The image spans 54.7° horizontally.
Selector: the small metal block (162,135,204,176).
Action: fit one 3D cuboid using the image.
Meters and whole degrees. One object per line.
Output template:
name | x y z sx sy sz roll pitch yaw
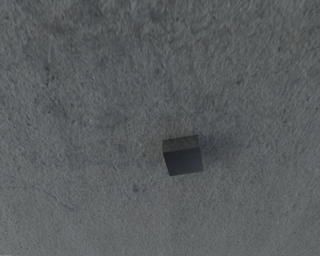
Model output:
small metal block | 0.033 0.040 0.442 0.050 0.025 0.050 -10 130 7
